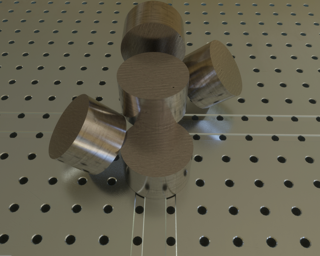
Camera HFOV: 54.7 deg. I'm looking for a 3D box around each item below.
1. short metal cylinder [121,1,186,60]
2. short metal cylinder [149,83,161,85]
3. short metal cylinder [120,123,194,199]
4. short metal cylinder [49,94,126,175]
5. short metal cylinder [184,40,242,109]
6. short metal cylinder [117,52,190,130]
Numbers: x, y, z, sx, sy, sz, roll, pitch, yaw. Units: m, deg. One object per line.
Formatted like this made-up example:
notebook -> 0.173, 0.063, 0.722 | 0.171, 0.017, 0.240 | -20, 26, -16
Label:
short metal cylinder -> -0.008, -0.114, 0.401 | 0.081, 0.080, 0.050 | 0, 50, 0
short metal cylinder -> -0.006, -0.069, 0.449 | 0.081, 0.050, 0.080 | 0, 51, 0
short metal cylinder -> -0.003, 0.035, 0.361 | 0.081, 0.050, 0.080 | 0, 51, 0
short metal cylinder -> -0.084, 0.008, 0.357 | 0.050, 0.080, 0.080 | 31, 40, -33
short metal cylinder -> 0.070, -0.072, 0.424 | 0.050, 0.080, 0.080 | -22, 39, 36
short metal cylinder -> -0.008, -0.044, 0.362 | 0.081, 0.050, 0.080 | 0, 50, 0
